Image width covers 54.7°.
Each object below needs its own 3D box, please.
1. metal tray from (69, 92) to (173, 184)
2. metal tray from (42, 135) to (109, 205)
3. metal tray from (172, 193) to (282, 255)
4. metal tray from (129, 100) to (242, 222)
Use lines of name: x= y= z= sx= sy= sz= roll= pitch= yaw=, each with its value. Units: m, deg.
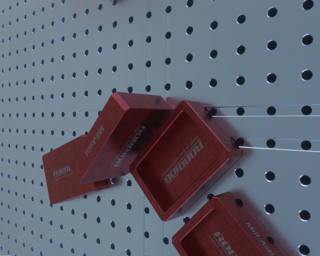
metal tray: x=-0.050 y=0.014 z=0.405 sx=0.030 sy=0.091 sz=0.129 roll=50 pitch=119 yaw=26
metal tray: x=-0.146 y=0.072 z=0.524 sx=0.130 sy=0.030 sz=0.090 roll=-24 pitch=75 yaw=37
metal tray: x=0.081 y=0.149 z=0.337 sx=0.130 sy=0.030 sz=0.090 roll=51 pitch=120 yaw=27
metal tray: x=0.025 y=0.041 z=0.383 sx=0.129 sy=0.030 sz=0.090 roll=-52 pitch=60 yaw=27
